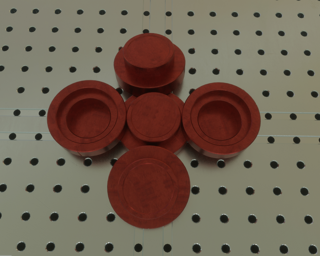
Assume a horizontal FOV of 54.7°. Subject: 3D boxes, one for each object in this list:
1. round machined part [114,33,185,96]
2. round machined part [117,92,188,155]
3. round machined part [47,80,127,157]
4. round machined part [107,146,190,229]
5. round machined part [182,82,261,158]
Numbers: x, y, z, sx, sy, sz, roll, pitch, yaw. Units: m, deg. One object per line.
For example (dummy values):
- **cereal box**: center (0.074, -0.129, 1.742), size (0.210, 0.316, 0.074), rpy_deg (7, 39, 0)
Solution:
- **round machined part**: center (-0.014, -0.092, 0.424), size (0.099, 0.042, 0.098), rpy_deg (-1, 56, 1)
- **round machined part**: center (-0.008, -0.008, 0.404), size (0.099, 0.042, 0.098), rpy_deg (0, 70, -1)
- **round machined part**: center (-0.091, -0.010, 0.405), size (0.099, 0.042, 0.098), rpy_deg (0, 70, -1)
- **round machined part**: center (-0.013, 0.069, 0.365), size (0.099, 0.042, 0.097), rpy_deg (0, 85, 0)
- **round machined part**: center (0.077, -0.007, 0.406), size (0.099, 0.042, 0.098), rpy_deg (0, 70, -1)
